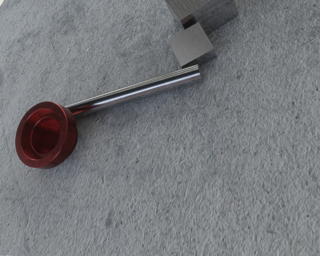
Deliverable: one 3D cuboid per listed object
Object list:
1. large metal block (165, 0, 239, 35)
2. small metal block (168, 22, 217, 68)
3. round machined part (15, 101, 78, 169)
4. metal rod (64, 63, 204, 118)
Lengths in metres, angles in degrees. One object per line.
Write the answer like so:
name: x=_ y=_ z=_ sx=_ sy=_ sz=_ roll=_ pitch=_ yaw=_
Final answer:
large metal block: x=0.060 y=-0.187 z=0.472 sx=0.080 sy=0.050 sz=0.080 roll=-31 pitch=52 yaw=8
small metal block: x=0.046 y=-0.114 z=0.442 sx=0.050 sy=0.025 sz=0.050 roll=-28 pitch=68 yaw=10
round machined part: x=-0.162 y=0.013 z=0.461 sx=0.098 sy=0.042 sz=0.098 roll=-7 pitch=73 yaw=24
metal rod: x=-0.081 y=-0.041 z=0.471 sx=0.301 sy=0.025 sz=0.025 roll=-14 pitch=56 yaw=20
